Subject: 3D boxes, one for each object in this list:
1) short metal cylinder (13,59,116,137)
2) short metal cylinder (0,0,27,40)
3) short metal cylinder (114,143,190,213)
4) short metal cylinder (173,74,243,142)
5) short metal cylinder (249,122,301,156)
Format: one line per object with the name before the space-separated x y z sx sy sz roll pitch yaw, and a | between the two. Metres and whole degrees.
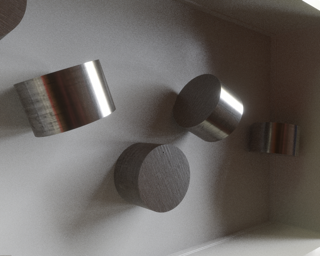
short metal cylinder | -0.089 -0.030 0.296 0.081 0.080 0.050 -28 108 -37
short metal cylinder | -0.160 -0.109 0.256 0.081 0.050 0.080 0 90 -40
short metal cylinder | -0.009 0.059 0.383 0.081 0.050 0.080 0 90 -40
short metal cylinder | 0.065 -0.027 0.425 0.050 0.080 0.080 30 71 -36
short metal cylinder | 0.198 0.021 0.537 0.081 0.080 0.050 11 83 -40
